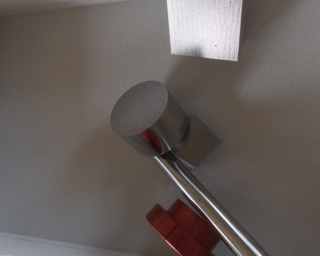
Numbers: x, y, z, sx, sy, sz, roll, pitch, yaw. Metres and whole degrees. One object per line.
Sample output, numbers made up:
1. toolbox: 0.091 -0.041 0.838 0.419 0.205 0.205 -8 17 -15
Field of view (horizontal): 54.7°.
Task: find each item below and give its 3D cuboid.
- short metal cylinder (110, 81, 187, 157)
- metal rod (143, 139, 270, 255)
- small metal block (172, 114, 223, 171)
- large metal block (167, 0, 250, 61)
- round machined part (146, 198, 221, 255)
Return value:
1. short metal cylinder: -0.013 -0.011 0.381 0.080 0.050 0.080 -19 49 23
2. metal rod: 0.064 0.098 0.324 0.025 0.025 0.300 -54 50 12
3. small metal block: 0.043 0.018 0.395 0.050 0.025 0.050 -47 76 14
4. large metal block: 0.056 -0.129 0.355 0.080 0.050 0.080 11 136 19
5. round machined part: 0.033 0.121 0.363 0.098 0.098 0.042 40 81 15
